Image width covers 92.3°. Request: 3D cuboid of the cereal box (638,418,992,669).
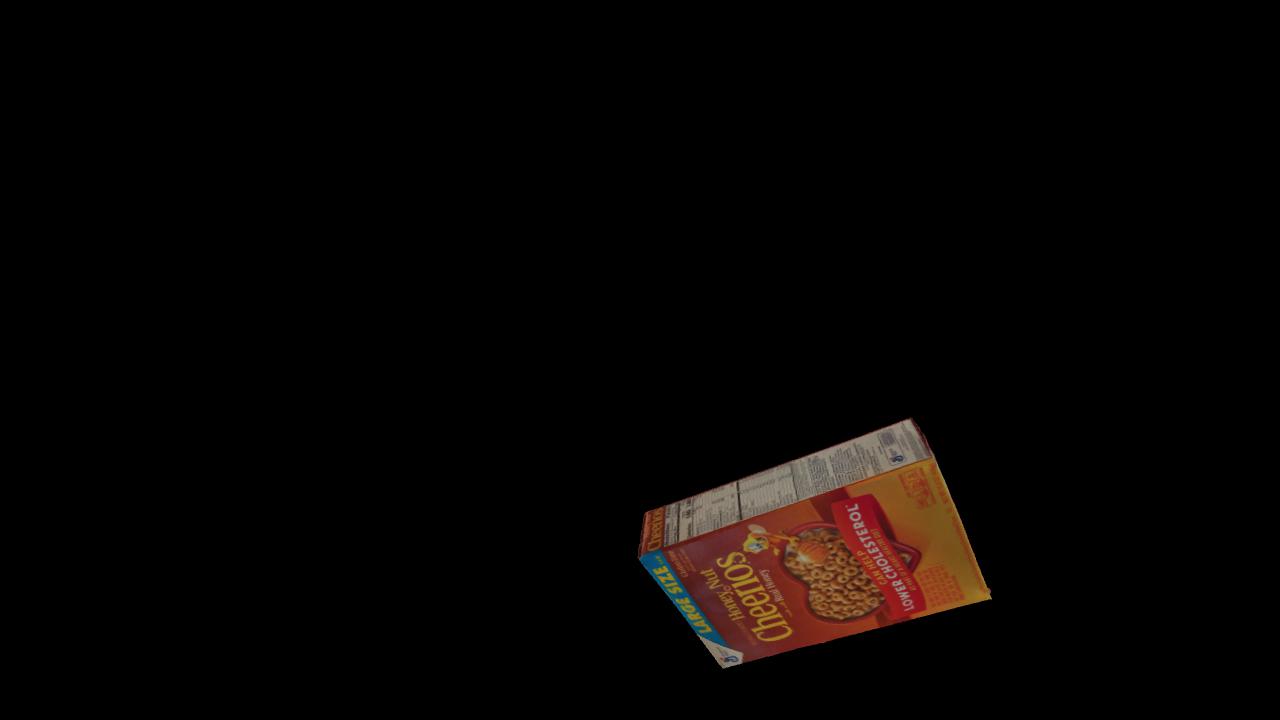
[{"bbox_3d":[0.178,0.206,0.651,0.306,0.203,0.081,-24,25,17],"label":"cereal box"}]
